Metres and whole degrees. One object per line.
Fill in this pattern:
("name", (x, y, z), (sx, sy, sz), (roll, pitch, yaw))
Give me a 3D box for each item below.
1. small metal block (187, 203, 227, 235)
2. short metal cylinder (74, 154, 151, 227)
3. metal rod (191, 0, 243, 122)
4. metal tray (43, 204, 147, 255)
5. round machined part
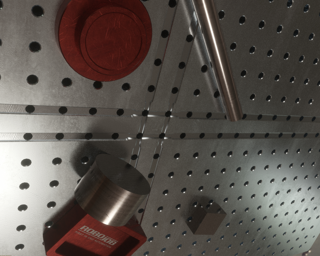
("small metal block", (0.085, 0.167, 0.564), (0.050, 0.025, 0.050), (15, 111, -35))
("short metal cylinder", (-0.059, 0.077, 0.392), (0.080, 0.080, 0.050), (26, 104, -38))
("metal rod", (0.060, -0.122, 0.369), (0.025, 0.025, 0.299), (-33, 129, -7))
("metal tray", (-0.092, 0.164, 0.460), (0.090, 0.030, 0.130), (-44, 130, 2))
("round machined part", (-0.052, -0.092, 0.315), (0.099, 0.042, 0.097), (-14, 125, -21))
